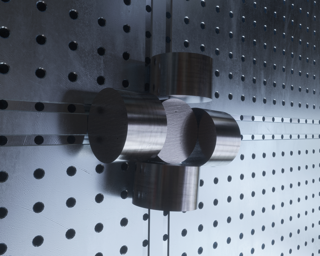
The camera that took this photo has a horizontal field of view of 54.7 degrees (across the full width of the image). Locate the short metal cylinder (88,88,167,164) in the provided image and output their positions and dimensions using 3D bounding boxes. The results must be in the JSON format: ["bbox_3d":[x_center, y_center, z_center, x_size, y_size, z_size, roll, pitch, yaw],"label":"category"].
[{"bbox_3d":[-0.038,-0.002,0.341,0.050,0.080,0.080,2,89,-41],"label":"short metal cylinder"}]

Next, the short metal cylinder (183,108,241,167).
[{"bbox_3d":[0.063,0.014,0.426,0.050,0.080,0.080,5,87,-40],"label":"short metal cylinder"}]

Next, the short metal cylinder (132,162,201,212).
[{"bbox_3d":[0.008,0.068,0.378,0.081,0.080,0.050,8,85,-40],"label":"short metal cylinder"}]

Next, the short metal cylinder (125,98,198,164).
[{"bbox_3d":[0.002,0.004,0.395,0.081,0.050,0.080,0,90,-41],"label":"short metal cylinder"}]

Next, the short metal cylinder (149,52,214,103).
[{"bbox_3d":[0.027,-0.061,0.395,0.081,0.080,0.050,4,88,-40],"label":"short metal cylinder"}]
